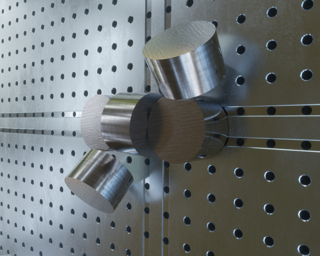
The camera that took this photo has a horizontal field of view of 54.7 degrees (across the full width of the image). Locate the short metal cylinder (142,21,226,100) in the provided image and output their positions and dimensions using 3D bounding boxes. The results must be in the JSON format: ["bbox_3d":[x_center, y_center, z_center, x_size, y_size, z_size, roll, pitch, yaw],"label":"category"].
[{"bbox_3d":[0.027,-0.075,0.341,0.080,0.080,0.050,11,139,39],"label":"short metal cylinder"}]

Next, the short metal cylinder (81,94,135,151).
[{"bbox_3d":[-0.069,-0.007,0.447,0.080,0.050,0.079,0,90,39],"label":"short metal cylinder"}]

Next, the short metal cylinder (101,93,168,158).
[{"bbox_3d":[-0.028,-0.005,0.394,0.050,0.081,0.079,6,94,39],"label":"short metal cylinder"}]

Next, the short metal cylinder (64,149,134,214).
[{"bbox_3d":[-0.084,0.075,0.433,0.080,0.050,0.080,23,146,17],"label":"short metal cylinder"}]

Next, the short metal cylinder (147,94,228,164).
[{"bbox_3d":[0.032,0.000,0.364,0.080,0.050,0.079,0,90,39],"label":"short metal cylinder"}]
